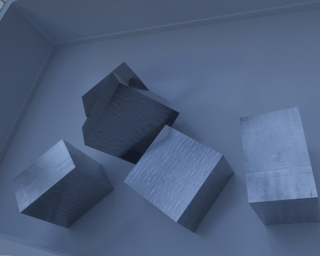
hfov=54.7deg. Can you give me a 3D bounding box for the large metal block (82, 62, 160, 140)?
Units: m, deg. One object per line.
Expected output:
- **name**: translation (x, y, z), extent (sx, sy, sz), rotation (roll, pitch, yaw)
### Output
- **large metal block**: translation (-0.057, -0.039, 0.427), extent (0.080, 0.050, 0.080), rotation (-40, 29, 1)

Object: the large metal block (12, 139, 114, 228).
- **large metal block**: translation (-0.120, 0.072, 0.389), extent (0.080, 0.080, 0.050), rotation (-40, 51, 1)

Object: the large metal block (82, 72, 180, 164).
- **large metal block**: translation (-0.037, -0.009, 0.373), extent (0.080, 0.080, 0.050), rotation (-59, 26, 12)

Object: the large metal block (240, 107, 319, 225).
- **large metal block**: translation (0.112, 0.039, 0.288), extent (0.050, 0.080, 0.080), rotation (-11, 57, 22)

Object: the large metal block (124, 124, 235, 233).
- **large metal block**: translation (0.022, 0.055, 0.345), extent (0.080, 0.050, 0.080), rotation (29, 77, 37)
